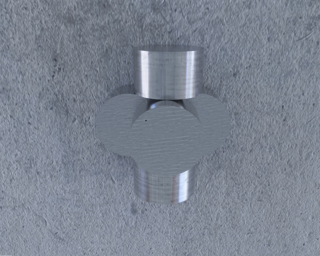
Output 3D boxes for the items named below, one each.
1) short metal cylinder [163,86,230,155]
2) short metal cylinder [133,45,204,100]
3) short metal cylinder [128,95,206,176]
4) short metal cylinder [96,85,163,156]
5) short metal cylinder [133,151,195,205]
[{"bbox_3d":[0.044,-0.011,0.394,0.081,0.050,0.079,0,110,-1],"label":"short metal cylinder"},{"bbox_3d":[0.010,-0.067,0.358,0.081,0.080,0.050,0,110,-1],"label":"short metal cylinder"},{"bbox_3d":[0.007,0.006,0.346,0.081,0.050,0.079,0,110,-1],"label":"short metal cylinder"},{"bbox_3d":[-0.036,-0.011,0.393,0.081,0.050,0.079,0,110,-1],"label":"short metal cylinder"},{"bbox_3d":[0.006,0.055,0.403,0.081,0.080,0.050,0,110,-1],"label":"short metal cylinder"}]
